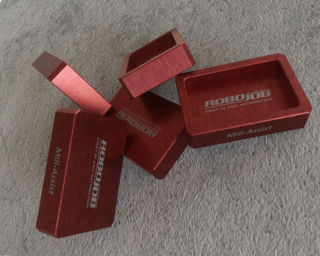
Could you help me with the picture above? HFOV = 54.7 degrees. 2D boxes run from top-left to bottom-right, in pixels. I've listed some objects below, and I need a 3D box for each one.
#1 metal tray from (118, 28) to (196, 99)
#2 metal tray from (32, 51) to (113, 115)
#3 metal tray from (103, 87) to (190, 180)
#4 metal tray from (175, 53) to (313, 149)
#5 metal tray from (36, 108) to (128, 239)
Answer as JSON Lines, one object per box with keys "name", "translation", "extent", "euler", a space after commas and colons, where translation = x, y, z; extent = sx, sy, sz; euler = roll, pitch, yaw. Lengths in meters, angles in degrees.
{"name": "metal tray", "translation": [-0.006, -0.093, 0.423], "extent": [0.090, 0.030, 0.130], "euler": [-27, 23, 10]}
{"name": "metal tray", "translation": [-0.130, -0.063, 0.449], "extent": [0.030, 0.090, 0.130], "euler": [-49, 35, -6]}
{"name": "metal tray", "translation": [-0.023, -0.001, 0.413], "extent": [0.130, 0.030, 0.090], "euler": [29, 77, 37]}
{"name": "metal tray", "translation": [0.089, -0.033, 0.354], "extent": [0.131, 0.030, 0.090], "euler": [-11, 55, 4]}
{"name": "metal tray", "translation": [-0.083, 0.049, 0.350], "extent": [0.030, 0.090, 0.129], "euler": [6, 85, 31]}
